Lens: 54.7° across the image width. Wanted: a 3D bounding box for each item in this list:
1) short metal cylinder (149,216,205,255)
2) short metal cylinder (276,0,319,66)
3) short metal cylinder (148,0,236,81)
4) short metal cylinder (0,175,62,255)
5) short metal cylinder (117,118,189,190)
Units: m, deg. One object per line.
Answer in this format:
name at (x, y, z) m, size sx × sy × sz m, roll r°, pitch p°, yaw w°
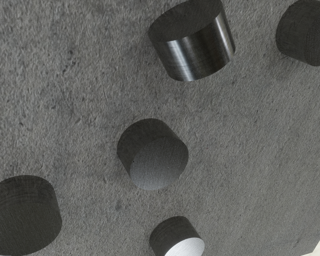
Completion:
short metal cylinder at (0.028, 0.198, 0.529) m, size 0.081 × 0.050 × 0.079 m, roll -14°, pitch 124°, yaw -21°
short metal cylinder at (0.208, -0.131, 0.423) m, size 0.081 × 0.050 × 0.079 m, roll -14°, pitch 124°, yaw -21°
short metal cylinder at (0.034, -0.095, 0.331) m, size 0.080 × 0.080 × 0.050 m, roll -35°, pitch 129°, yaw -5°
short metal cylinder at (-0.162, 0.103, 0.366) m, size 0.081 × 0.050 × 0.079 m, roll -14°, pitch 124°, yaw -21°
short metal cylinder at (-0.010, 0.034, 0.406) m, size 0.081 × 0.050 × 0.079 m, roll -14°, pitch 124°, yaw -21°
